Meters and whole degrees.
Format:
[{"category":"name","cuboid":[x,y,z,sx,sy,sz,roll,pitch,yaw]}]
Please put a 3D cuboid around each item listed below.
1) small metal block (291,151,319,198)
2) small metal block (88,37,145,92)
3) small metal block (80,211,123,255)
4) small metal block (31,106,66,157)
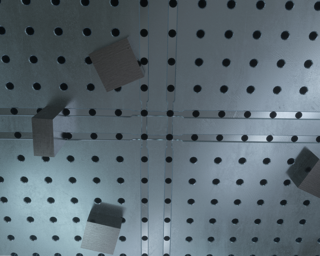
[{"category":"small metal block","cuboid":[0.226,0.069,0.440,0.050,0.025,0.050,25,108,-9]},{"category":"small metal block","cuboid":[-0.052,-0.079,0.384,0.050,0.025,0.050,-21,109,7]},{"category":"small metal block","cuboid":[-0.089,0.160,0.471,0.050,0.025,0.050,15,109,-6]},{"category":"small metal block","cuboid":[-0.142,0.004,0.400,0.025,0.050,0.050,4,110,-2]}]
